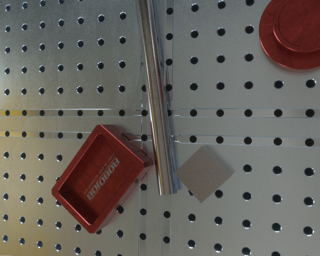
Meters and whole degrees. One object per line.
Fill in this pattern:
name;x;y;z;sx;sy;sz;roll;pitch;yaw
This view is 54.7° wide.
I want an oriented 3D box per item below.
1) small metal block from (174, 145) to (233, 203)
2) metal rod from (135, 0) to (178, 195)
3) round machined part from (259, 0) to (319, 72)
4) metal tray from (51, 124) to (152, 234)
small metal block;0.055;0.058;0.393;0.050;0.025;0.050;-46;76;14
metal rod;-0.007;-0.062;0.414;0.025;0.025;0.298;-8;87;19
round machined part;0.162;-0.114;0.347;0.098;0.042;0.097;0;90;19
metal tray;-0.084;0.070;0.438;0.090;0.030;0.130;40;102;15
